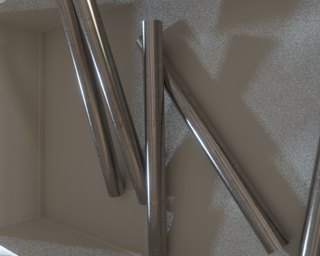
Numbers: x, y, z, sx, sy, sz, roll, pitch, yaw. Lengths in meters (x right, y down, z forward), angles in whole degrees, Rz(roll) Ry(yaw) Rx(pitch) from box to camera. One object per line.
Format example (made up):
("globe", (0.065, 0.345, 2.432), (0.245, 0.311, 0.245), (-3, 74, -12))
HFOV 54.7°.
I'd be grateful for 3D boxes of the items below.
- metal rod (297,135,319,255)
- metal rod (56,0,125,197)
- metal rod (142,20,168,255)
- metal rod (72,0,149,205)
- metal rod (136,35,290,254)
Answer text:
("metal rod", (0.157, 0.005, 0.276), (0.025, 0.025, 0.298), (12, 98, 39))
("metal rod", (-0.089, -0.041, 0.405), (0.025, 0.025, 0.298), (9, 119, 39))
("metal rod", (-0.006, 0.021, 0.388), (0.025, 0.025, 0.298), (5, 100, 39))
("metal rod", (-0.055, -0.040, 0.377), (0.025, 0.025, 0.298), (-1, 112, 40))
("metal rod", (0.049, 0.000, 0.365), (0.025, 0.025, 0.299), (-44, 64, 31))
